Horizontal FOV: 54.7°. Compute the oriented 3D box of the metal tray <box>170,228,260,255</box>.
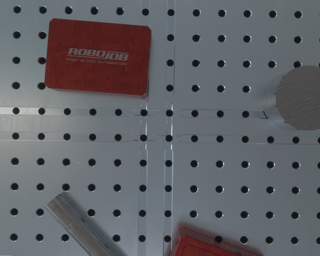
[{"bbox_3d":[0.073,0.200,0.411,0.131,0.030,0.090,20,90,0],"label":"metal tray"}]

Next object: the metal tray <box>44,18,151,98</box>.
[{"bbox_3d":[-0.079,-0.091,0.410,0.131,0.030,0.089,5,90,0],"label":"metal tray"}]

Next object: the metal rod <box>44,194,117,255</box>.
[{"bbox_3d":[-0.042,0.207,0.413,0.025,0.025,0.300,-42,90,0],"label":"metal rod"}]

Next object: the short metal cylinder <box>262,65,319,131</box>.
[{"bbox_3d":[0.181,-0.037,0.402,0.081,0.050,0.079,0,90,0],"label":"short metal cylinder"}]
